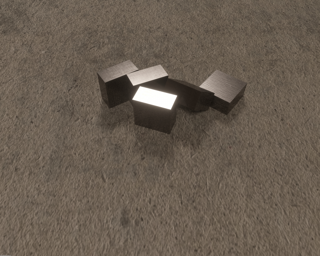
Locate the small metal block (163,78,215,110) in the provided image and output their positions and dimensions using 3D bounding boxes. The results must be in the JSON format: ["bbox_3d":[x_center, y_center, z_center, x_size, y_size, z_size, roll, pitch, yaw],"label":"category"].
[{"bbox_3d":[0.039,-0.045,0.416,0.050,0.025,0.050,26,16,25],"label":"small metal block"}]

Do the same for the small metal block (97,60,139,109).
[{"bbox_3d":[-0.057,-0.062,0.438,0.050,0.050,0.025,-26,55,-20],"label":"small metal block"}]

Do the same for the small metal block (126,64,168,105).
[{"bbox_3d":[-0.017,-0.056,0.433,0.050,0.050,0.025,-19,53,-16],"label":"small metal block"}]

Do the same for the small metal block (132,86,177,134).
[{"bbox_3d":[-0.006,-0.023,0.406,0.050,0.050,0.025,15,53,12],"label":"small metal block"}]

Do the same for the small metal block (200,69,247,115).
[{"bbox_3d":[0.089,-0.053,0.449,0.050,0.025,0.050,30,56,22],"label":"small metal block"}]
